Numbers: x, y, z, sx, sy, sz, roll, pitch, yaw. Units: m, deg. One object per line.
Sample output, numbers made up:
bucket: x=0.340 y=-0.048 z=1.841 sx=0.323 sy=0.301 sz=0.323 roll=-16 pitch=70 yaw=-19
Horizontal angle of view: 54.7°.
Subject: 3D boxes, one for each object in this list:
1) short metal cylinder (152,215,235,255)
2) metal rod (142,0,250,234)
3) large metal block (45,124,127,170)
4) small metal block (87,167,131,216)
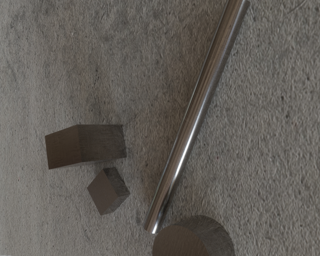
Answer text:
short metal cylinder: x=0.038 y=0.146 z=0.356 sx=0.080 sy=0.050 sz=0.079 roll=0 pitch=90 yaw=39
metal rod: x=0.037 y=-0.003 z=0.372 sx=0.025 sy=0.025 sz=0.298 roll=31 pitch=109 yaw=35
large metal block: x=-0.109 y=0.028 z=0.456 sx=0.080 sy=0.081 sz=0.050 roll=-15 pitch=81 yaw=39
small metal block: x=-0.078 y=0.095 z=0.467 sx=0.050 sy=0.025 sz=0.050 roll=-49 pitch=61 yaw=28
